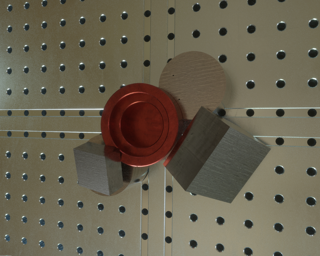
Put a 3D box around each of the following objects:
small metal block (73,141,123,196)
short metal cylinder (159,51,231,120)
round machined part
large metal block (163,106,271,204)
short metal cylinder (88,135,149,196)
[{"bbox_3d":[-0.074,0.048,0.372,0.050,0.025,0.050,9,113,31],"label":"small metal block"},{"bbox_3d":[0.045,-0.050,0.383,0.080,0.050,0.079,0,90,20],"label":"short metal cylinder"},{"bbox_3d":[-0.019,-0.004,0.379,0.098,0.042,0.097,0,90,20],"label":"round machined part"},{"bbox_3d":[0.065,0.033,0.353,0.080,0.080,0.050,-57,39,11],"label":"large metal block"},{"bbox_3d":[-0.061,0.047,0.420,0.080,0.050,0.079,0,90,20],"label":"short metal cylinder"}]
